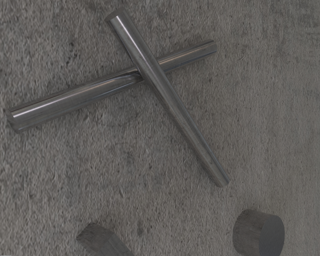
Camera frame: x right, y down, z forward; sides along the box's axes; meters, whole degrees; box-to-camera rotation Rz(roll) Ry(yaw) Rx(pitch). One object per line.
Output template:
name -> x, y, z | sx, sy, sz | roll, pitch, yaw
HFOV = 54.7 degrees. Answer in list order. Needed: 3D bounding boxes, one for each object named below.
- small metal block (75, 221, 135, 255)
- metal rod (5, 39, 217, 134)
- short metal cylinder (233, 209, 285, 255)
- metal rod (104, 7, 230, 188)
small metal block -> -0.058, 0.134, 0.340 | 0.025, 0.050, 0.050 | -47, 118, -30
metal rod -> -0.031, -0.064, 0.378 | 0.302, 0.025, 0.025 | -28, 108, -36
short metal cylinder -> 0.170, 0.185, 0.532 | 0.081, 0.050, 0.079 | 0, 90, -40
metal rod -> 0.025, -0.017, 0.403 | 0.025, 0.025, 0.300 | -55, 129, -26
